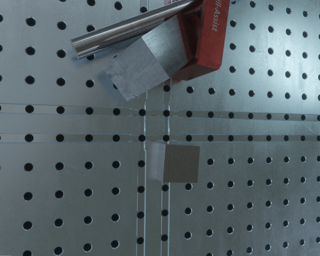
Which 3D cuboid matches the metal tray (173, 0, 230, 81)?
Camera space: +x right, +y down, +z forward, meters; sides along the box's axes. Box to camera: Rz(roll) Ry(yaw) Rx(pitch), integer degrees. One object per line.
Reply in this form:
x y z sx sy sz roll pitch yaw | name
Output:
0.049 -0.132 0.394 0.030 0.090 0.129 10 85 -21 | metal tray

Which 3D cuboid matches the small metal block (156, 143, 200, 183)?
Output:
0.025 0.048 0.423 0.050 0.025 0.050 5 89 -20 | small metal block

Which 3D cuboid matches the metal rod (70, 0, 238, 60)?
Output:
0.033 -0.153 0.398 0.302 0.025 0.025 -25 99 -15 | metal rod

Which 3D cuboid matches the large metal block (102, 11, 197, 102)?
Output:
-0.008 -0.084 0.368 0.050 0.080 0.080 54 50 -13 | large metal block
